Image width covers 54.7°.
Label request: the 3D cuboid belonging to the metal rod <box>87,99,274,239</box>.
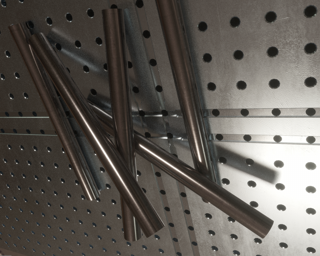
[{"bbox_3d":[0.006,0.043,0.408,0.300,0.025,0.025,32,129,16],"label":"metal rod"}]

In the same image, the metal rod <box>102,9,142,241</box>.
[{"bbox_3d":[-0.046,0.008,0.395,0.025,0.025,0.298,4,107,26],"label":"metal rod"}]

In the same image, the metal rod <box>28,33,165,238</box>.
[{"bbox_3d":[-0.086,-0.001,0.391,0.025,0.025,0.299,-45,74,39],"label":"metal rod"}]

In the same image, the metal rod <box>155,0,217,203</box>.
[{"bbox_3d":[0.035,-0.034,0.370,0.025,0.025,0.298,-1,118,28],"label":"metal rod"}]

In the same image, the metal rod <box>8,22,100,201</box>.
[{"bbox_3d":[-0.156,-0.011,0.483,0.025,0.025,0.298,-3,117,29],"label":"metal rod"}]
